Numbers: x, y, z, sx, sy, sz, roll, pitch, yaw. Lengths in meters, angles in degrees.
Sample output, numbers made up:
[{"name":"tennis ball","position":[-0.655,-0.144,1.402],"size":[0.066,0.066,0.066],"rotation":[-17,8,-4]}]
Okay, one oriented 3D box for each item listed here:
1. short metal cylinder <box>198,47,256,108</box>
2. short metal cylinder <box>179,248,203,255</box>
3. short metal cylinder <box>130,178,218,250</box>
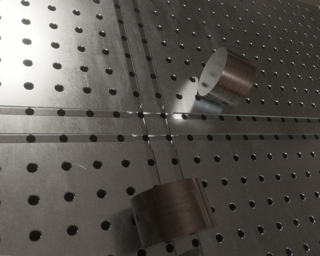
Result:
[{"name":"short metal cylinder","position":[0.101,-0.077,0.477],"size":[0.050,0.080,0.080],"rotation":[22,54,-16]},{"name":"short metal cylinder","position":[0.019,0.159,0.288],"size":[0.081,0.080,0.050],"rotation":[-27,77,-37]},{"name":"short metal cylinder","position":[0.013,0.091,0.326],"size":[0.081,0.080,0.050],"rotation":[-4,64,-31]}]
